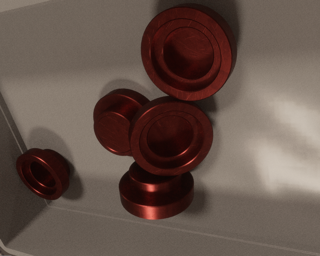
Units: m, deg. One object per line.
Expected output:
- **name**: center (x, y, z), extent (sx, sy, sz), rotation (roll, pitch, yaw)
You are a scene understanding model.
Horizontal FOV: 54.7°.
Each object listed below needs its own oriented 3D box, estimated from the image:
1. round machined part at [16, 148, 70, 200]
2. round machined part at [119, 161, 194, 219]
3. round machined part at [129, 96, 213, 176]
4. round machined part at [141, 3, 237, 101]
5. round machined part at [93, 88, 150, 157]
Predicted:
- **round machined part**: center (-0.200, 0.076, 0.547), extent (0.098, 0.042, 0.097), rotation (13, 124, 20)
- **round machined part**: center (-0.005, 0.070, 0.406), extent (0.098, 0.098, 0.042), rotation (9, 120, 23)
- **round machined part**: center (0.011, 0.006, 0.375), extent (0.099, 0.042, 0.097), rotation (-4, 116, -9)
- **round machined part**: center (0.033, -0.081, 0.329), extent (0.098, 0.042, 0.097), rotation (13, 124, 20)
- **round machined part**: center (-0.050, -0.001, 0.422), extent (0.098, 0.042, 0.097), rotation (13, 124, 20)
